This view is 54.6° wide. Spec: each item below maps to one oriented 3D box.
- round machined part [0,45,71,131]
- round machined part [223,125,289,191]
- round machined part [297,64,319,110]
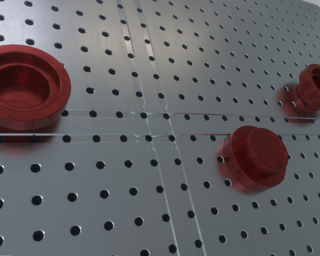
[{"bbox_3d":[-0.152,-0.040,0.340,0.099,0.042,0.098,13,56,-21],"label":"round machined part"},{"bbox_3d":[0.146,0.039,0.451,0.099,0.042,0.098,13,56,-21],"label":"round machined part"},{"bbox_3d":[0.311,-0.074,0.609,0.099,0.042,0.098,13,56,-21],"label":"round machined part"}]
